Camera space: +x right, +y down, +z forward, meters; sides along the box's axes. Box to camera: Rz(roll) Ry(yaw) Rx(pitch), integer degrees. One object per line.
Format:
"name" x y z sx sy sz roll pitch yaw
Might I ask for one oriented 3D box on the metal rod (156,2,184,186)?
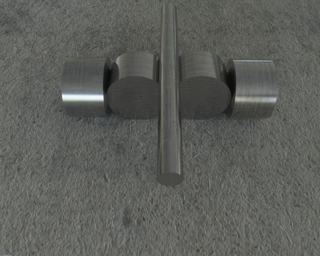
"metal rod" 0.012 -0.067 0.381 0.025 0.025 0.300 1 50 0

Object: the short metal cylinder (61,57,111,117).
"short metal cylinder" -0.094 -0.054 0.414 0.050 0.080 0.080 1 50 0

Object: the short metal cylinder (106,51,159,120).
"short metal cylinder" -0.029 -0.055 0.416 0.080 0.080 0.050 1 50 0

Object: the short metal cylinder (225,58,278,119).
"short metal cylinder" 0.117 -0.052 0.414 0.050 0.080 0.080 1 50 0

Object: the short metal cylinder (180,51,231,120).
"short metal cylinder" 0.051 -0.056 0.416 0.080 0.080 0.050 1 50 0
